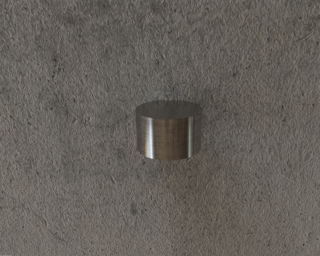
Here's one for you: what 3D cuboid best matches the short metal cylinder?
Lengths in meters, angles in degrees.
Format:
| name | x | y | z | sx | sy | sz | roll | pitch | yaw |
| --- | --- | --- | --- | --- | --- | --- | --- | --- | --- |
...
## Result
| name | x | y | z | sx | sy | sz | roll | pitch | yaw |
| --- | --- | --- | --- | --- | --- | --- | --- | --- | --- |
| short metal cylinder | 0.011 | 0.000 | 0.382 | 0.081 | 0.080 | 0.050 | -1 | 110 | 0 |
